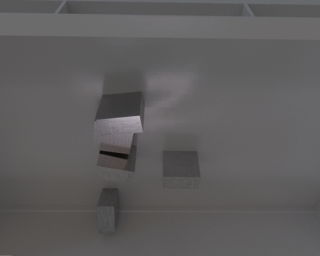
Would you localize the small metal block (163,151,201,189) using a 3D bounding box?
[{"bbox_3d":[0.029,0.059,0.443,0.050,0.050,0.025,1,130,-1],"label":"small metal block"}]

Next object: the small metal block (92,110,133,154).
[{"bbox_3d":[-0.062,0.006,0.413,0.050,0.025,0.050,8,130,-7],"label":"small metal block"}]

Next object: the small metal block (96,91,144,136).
[{"bbox_3d":[-0.046,-0.018,0.377,0.050,0.050,0.025,-5,130,4],"label":"small metal block"}]

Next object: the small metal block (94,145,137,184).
[{"bbox_3d":[-0.061,0.047,0.432,0.050,0.050,0.025,11,129,-10],"label":"small metal block"}]

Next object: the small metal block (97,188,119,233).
[{"bbox_3d":[-0.082,0.131,0.495,0.025,0.050,0.050,0,111,0],"label":"small metal block"}]
